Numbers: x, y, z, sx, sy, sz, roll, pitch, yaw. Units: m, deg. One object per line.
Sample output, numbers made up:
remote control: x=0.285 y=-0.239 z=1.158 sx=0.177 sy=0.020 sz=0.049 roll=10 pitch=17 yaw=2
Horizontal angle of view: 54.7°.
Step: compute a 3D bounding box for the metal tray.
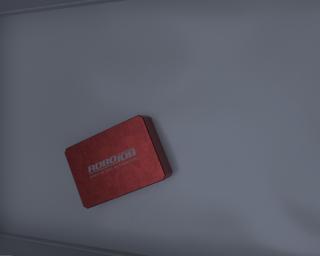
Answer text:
metal tray: x=-0.059 y=0.047 z=0.428 sx=0.130 sy=0.030 sz=0.090 roll=-24 pitch=82 yaw=18
